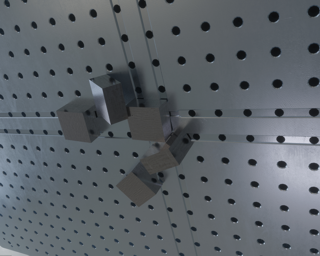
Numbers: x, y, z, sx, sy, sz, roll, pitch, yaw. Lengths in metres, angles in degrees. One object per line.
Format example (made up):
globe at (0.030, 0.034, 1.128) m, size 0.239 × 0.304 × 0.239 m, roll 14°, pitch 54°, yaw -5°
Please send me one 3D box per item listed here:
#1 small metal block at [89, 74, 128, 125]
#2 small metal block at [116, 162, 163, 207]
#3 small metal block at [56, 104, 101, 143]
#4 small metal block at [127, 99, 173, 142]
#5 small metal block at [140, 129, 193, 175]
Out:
small metal block at (-0.068, -0.039, 0.408) m, size 0.050 × 0.025 × 0.050 m, roll 35°, pitch 140°, yaw 52°
small metal block at (-0.033, 0.089, 0.484) m, size 0.050 × 0.025 × 0.050 m, roll 44°, pitch 129°, yaw -2°
small metal block at (-0.124, -0.007, 0.473) m, size 0.050 × 0.025 × 0.050 m, roll 5°, pitch 121°, yaw 25°
small metal block at (-0.014, -0.010, 0.413) m, size 0.050 × 0.025 × 0.050 m, roll 4°, pitch 120°, yaw 26°
small metal block at (0.009, 0.031, 0.410) m, size 0.050 × 0.050 × 0.025 m, roll -24°, pitch 105°, yaw 36°
